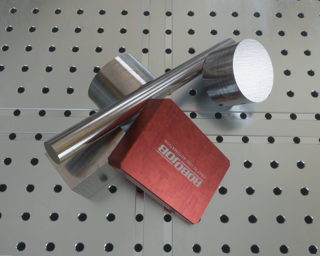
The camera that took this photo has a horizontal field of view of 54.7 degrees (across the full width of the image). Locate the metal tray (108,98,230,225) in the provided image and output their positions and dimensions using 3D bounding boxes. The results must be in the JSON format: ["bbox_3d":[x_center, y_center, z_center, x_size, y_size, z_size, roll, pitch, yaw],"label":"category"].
[{"bbox_3d":[0.017,0.039,0.353,0.130,0.030,0.090,44,70,-30],"label":"metal tray"}]

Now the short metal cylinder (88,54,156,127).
[{"bbox_3d":[-0.044,-0.048,0.399,0.080,0.080,0.050,-42,76,-14],"label":"short metal cylinder"}]

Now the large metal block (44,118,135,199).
[{"bbox_3d":[-0.076,0.034,0.368,0.080,0.080,0.050,-38,75,-13],"label":"large metal block"}]

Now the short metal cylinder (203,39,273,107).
[{"bbox_3d":[0.102,-0.070,0.404,0.081,0.050,0.080,3,84,-37],"label":"short metal cylinder"}]

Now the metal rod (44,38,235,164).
[{"bbox_3d":[0.001,-0.049,0.373,0.025,0.025,0.302,45,55,14],"label":"metal rod"}]
